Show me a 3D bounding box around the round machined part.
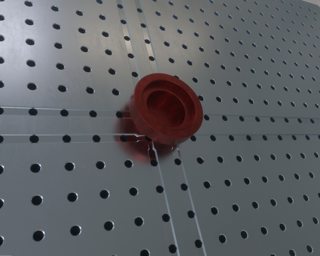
[{"bbox_3d":[0.005,-0.021,0.412,0.099,0.042,0.098,13,56,-21],"label":"round machined part"}]
